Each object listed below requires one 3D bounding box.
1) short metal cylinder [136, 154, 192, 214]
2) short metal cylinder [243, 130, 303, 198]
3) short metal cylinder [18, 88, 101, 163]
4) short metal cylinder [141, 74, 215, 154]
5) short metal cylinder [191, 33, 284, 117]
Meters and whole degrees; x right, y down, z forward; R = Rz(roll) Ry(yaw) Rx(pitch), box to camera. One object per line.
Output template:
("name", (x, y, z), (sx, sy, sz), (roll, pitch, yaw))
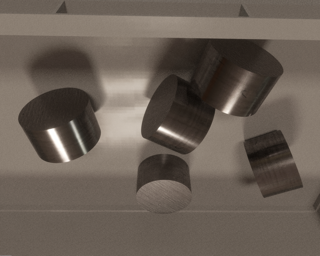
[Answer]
("short metal cylinder", (0.006, 0.085, 0.465), (0.081, 0.050, 0.079), (0, 130, 0))
("short metal cylinder", (0.151, 0.048, 0.416), (0.050, 0.080, 0.080), (-21, 127, 16))
("short metal cylinder", (-0.117, -0.005, 0.367), (0.080, 0.080, 0.050), (-7, 130, 5))
("short metal cylinder", (0.020, -0.015, 0.360), (0.050, 0.080, 0.080), (25, 126, -20))
("short metal cylinder", (0.079, -0.057, 0.326), (0.081, 0.080, 0.050), (14, 129, -12))
